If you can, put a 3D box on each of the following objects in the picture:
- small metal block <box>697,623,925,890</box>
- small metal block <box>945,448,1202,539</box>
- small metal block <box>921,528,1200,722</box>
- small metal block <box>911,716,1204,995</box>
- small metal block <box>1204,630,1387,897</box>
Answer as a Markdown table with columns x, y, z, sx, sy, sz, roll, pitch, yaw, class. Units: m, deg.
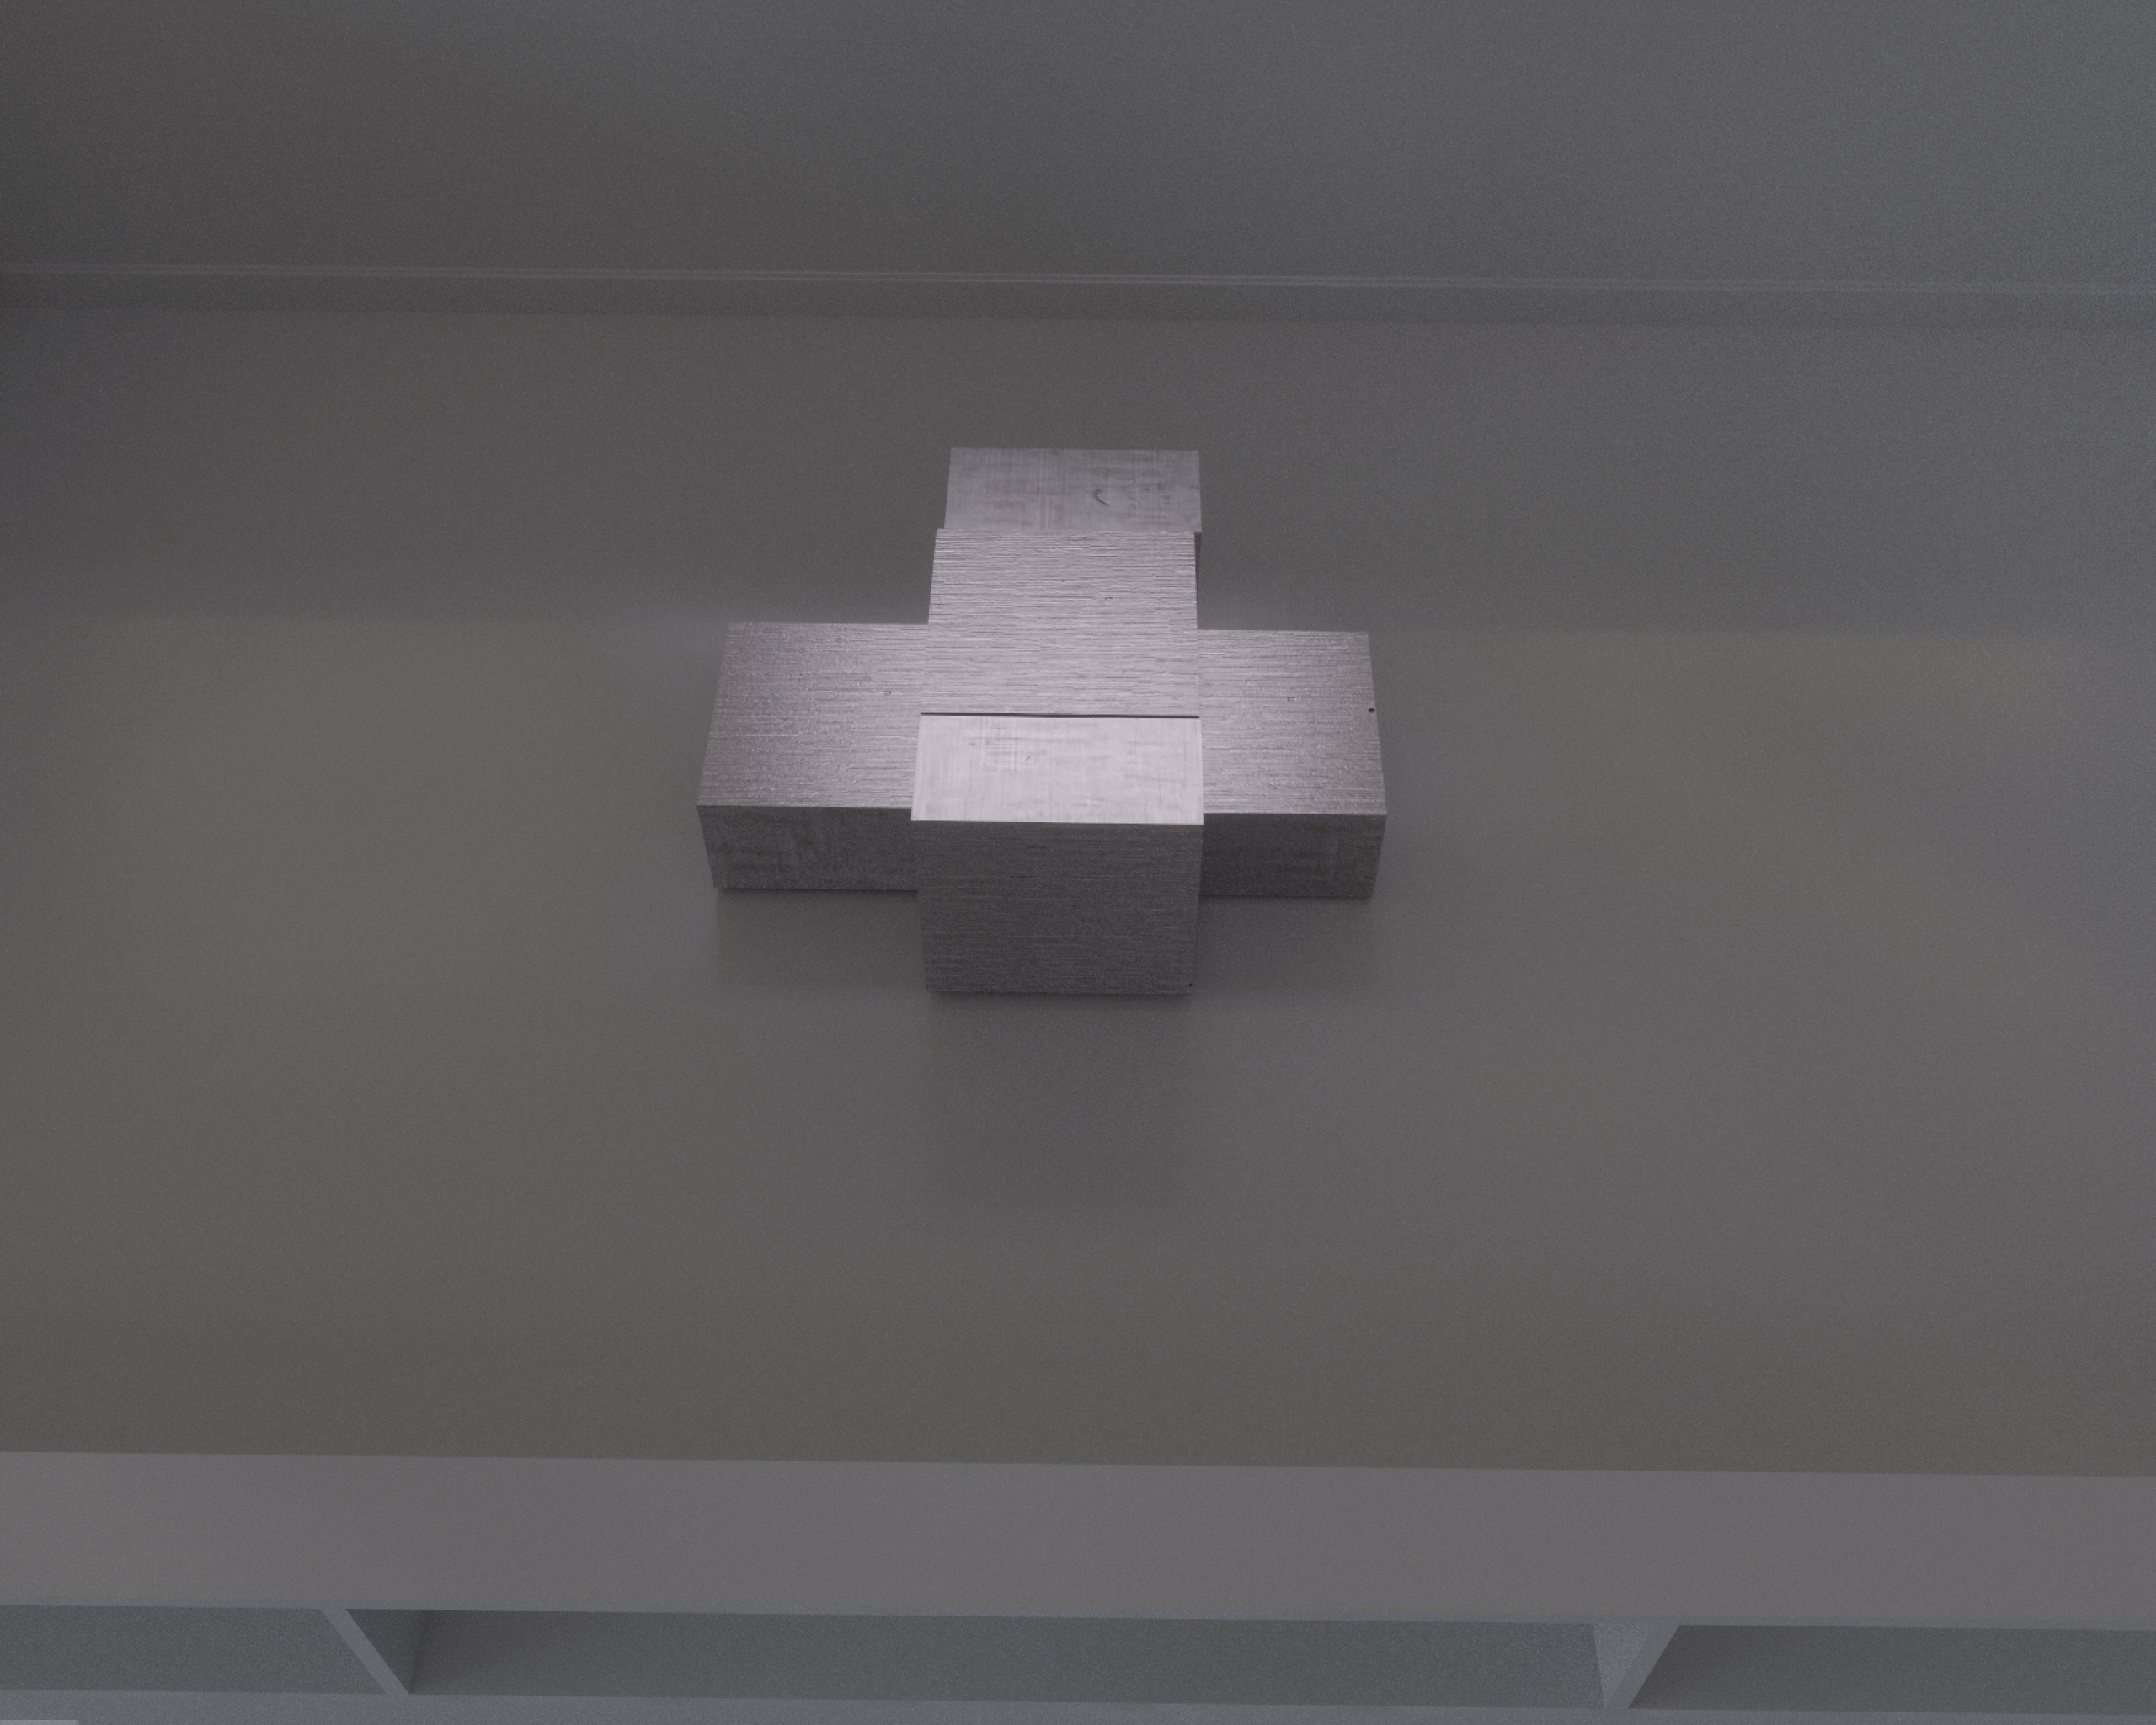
| x | y | z | sx | sy | sz | roll | pitch | yaw | class |
| --- | --- | --- | --- | --- | --- | --- | --- | --- | --- |
| -0.047 | -0.022 | 0.420 | 0.050 | 0.025 | 0.050 | 1 | 50 | 0 | small metal block |
| -0.001 | -0.059 | 0.435 | 0.050 | 0.050 | 0.025 | 1 | 50 | 0 | small metal block |
| -0.003 | -0.038 | 0.401 | 0.050 | 0.025 | 0.050 | 1 | 50 | 0 | small metal block |
| -0.003 | -0.001 | 0.385 | 0.050 | 0.050 | 0.025 | 1 | 50 | 0 | small metal block |
| 0.034 | -0.020 | 0.420 | 0.050 | 0.025 | 0.050 | 1 | 50 | 0 | small metal block |
